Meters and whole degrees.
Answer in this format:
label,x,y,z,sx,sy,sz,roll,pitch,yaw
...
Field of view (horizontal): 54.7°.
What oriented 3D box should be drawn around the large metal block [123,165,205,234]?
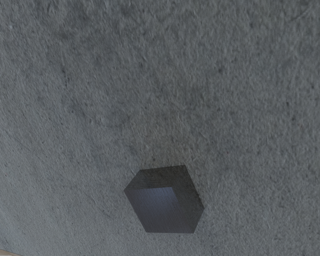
label,x,y,z,sx,sy,sz,roll,pitch,yaw
large metal block,0.007,0.104,0.450,0.080,0.050,0.080,-11,113,32
